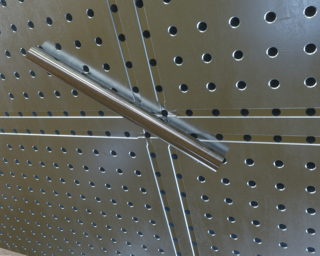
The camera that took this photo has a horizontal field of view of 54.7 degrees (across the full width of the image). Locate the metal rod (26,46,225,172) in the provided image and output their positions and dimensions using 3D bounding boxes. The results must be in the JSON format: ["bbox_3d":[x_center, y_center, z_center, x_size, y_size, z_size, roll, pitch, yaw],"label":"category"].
[{"bbox_3d":[-0.051,-0.029,0.418,0.301,0.025,0.025,30,128,8],"label":"metal rod"}]
